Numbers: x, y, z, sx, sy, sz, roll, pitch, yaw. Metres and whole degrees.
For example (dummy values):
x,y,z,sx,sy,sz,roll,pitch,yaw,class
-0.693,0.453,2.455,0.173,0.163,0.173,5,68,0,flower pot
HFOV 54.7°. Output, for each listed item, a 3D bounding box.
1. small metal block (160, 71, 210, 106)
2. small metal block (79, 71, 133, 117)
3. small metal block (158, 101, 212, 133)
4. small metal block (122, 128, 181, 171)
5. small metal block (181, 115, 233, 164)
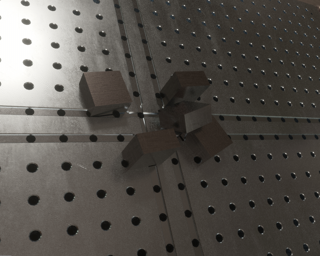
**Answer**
x,y,z,sx,sy,sz,roll,pitch,yaw,class
0.035,-0.057,0.448,0.050,0.050,0.025,-8,66,-32,small metal block
-0.070,-0.045,0.399,0.050,0.025,0.050,-10,67,-33,small metal block
0.034,-0.016,0.419,0.050,0.050,0.025,-23,114,-36,small metal block
-0.011,0.026,0.372,0.050,0.050,0.025,-8,66,-32,small metal block
0.066,0.015,0.436,0.050,0.025,0.050,-27,77,-37,small metal block
